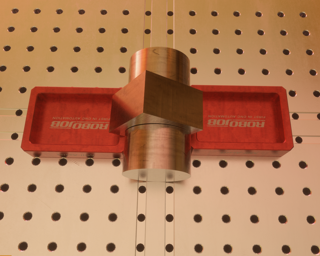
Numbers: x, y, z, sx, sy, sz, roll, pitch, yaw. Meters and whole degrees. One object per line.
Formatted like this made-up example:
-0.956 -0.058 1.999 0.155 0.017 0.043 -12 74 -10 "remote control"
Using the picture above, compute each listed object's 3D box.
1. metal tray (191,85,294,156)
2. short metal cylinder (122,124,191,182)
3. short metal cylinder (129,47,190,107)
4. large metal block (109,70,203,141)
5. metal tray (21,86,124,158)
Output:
0.102 -0.010 0.413 0.131 0.030 0.090 1 70 0 "metal tray"
-0.003 0.032 0.370 0.081 0.080 0.050 2 70 0 "short metal cylinder"
-0.001 -0.062 0.405 0.081 0.080 0.050 1 70 0 "short metal cylinder"
-0.005 -0.019 0.374 0.081 0.080 0.050 15 66 -31 "large metal block"
-0.106 -0.008 0.410 0.131 0.030 0.090 1 70 0 "metal tray"
